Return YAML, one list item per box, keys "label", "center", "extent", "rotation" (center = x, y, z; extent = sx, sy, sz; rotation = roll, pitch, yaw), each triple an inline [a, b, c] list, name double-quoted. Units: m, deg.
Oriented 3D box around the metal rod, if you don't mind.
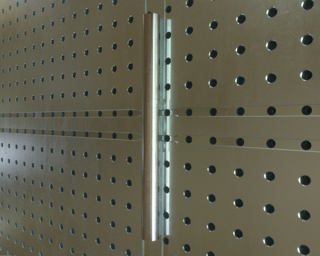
- label: "metal rod"
  center: [-0.012, -0.001, 0.417]
  extent: [0.025, 0.025, 0.298]
  rotation: [1, 90, 39]
